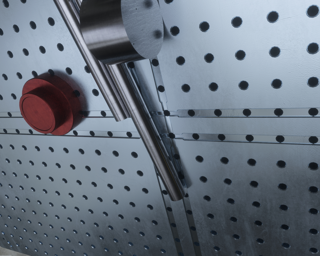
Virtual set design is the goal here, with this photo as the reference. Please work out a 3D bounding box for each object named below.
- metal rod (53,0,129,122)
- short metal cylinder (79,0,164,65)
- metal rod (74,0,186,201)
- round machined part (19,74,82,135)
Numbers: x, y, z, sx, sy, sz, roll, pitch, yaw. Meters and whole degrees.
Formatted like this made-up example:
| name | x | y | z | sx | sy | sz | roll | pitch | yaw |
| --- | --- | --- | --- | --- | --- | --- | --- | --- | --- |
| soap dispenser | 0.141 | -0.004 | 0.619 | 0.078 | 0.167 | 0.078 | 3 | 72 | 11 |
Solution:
| name | x | y | z | sx | sy | sz | roll | pitch | yaw |
| --- | --- | --- | --- | --- | --- | --- | --- | --- | --- |
| metal rod | -0.110 | -0.143 | 0.380 | 0.025 | 0.025 | 0.299 | -13 | 112 | 33 |
| short metal cylinder | -0.038 | -0.110 | 0.327 | 0.050 | 0.080 | 0.080 | -2 | 118 | 29 |
| metal rod | -0.031 | -0.028 | 0.410 | 0.025 | 0.025 | 0.299 | -12 | 113 | 33 |
| round machined part | -0.173 | -0.030 | 0.473 | 0.098 | 0.042 | 0.097 | 13 | 124 | 20 |
